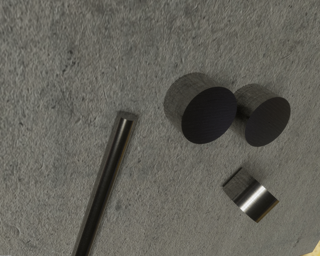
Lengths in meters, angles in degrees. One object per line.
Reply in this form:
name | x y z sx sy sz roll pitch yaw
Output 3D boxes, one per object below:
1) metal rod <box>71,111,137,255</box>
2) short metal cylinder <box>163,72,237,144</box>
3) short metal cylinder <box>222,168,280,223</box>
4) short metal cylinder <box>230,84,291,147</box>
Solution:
metal rod | -0.090 0.115 0.428 0.025 0.025 0.298 7 115 -32
short metal cylinder | 0.052 -0.026 0.403 0.081 0.050 0.079 -14 124 -21
short metal cylinder | 0.153 0.113 0.525 0.050 0.080 0.080 -47 129 5
short metal cylinder | 0.142 -0.019 0.457 0.081 0.050 0.079 -14 124 -21
